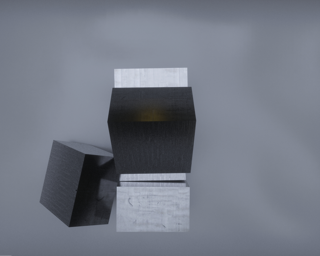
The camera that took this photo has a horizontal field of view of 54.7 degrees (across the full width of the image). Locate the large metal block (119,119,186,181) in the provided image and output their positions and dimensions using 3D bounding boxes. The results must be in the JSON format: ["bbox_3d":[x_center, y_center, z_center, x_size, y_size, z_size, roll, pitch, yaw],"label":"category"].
[{"bbox_3d":[-0.010,0.024,0.399,0.081,0.050,0.079,-1,90,-1],"label":"large metal block"}]

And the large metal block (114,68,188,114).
[{"bbox_3d":[-0.010,-0.041,0.381,0.081,0.080,0.050,-1,90,-1],"label":"large metal block"}]

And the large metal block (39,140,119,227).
[{"bbox_3d":[-0.096,0.064,0.373,0.050,0.080,0.080,12,91,-43],"label":"large metal block"}]

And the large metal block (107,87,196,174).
[{"bbox_3d":[-0.007,0.004,0.326,0.081,0.079,0.050,-1,45,-1],"label":"large metal block"}]

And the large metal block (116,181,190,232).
[{"bbox_3d":[-0.008,0.090,0.382,0.081,0.080,0.050,0,90,-1],"label":"large metal block"}]
